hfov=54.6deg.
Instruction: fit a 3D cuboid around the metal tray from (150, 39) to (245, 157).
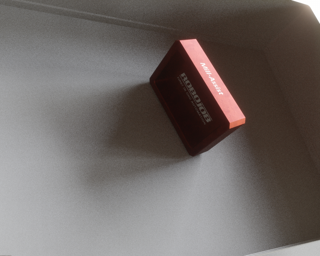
[{"bbox_3d":[0.043,-0.039,0.406,0.030,0.090,0.130,-17,71,-36],"label":"metal tray"}]
